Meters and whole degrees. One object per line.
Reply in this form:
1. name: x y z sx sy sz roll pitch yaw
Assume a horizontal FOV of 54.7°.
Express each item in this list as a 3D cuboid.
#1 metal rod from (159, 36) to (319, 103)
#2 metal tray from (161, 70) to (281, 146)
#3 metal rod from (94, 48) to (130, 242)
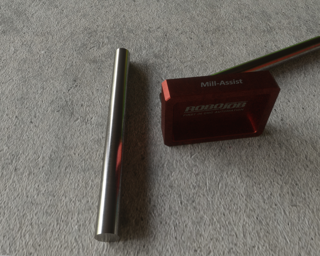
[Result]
1. metal rod: 0.138 -0.091 0.481 0.302 0.025 0.025 -22 54 -18
2. metal tray: 0.068 -0.022 0.380 0.131 0.089 0.030 -6 51 -6
3. metal rod: -0.057 -0.005 0.406 0.025 0.025 0.300 -1 50 -1
